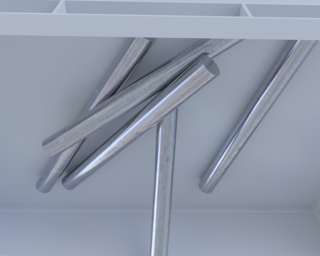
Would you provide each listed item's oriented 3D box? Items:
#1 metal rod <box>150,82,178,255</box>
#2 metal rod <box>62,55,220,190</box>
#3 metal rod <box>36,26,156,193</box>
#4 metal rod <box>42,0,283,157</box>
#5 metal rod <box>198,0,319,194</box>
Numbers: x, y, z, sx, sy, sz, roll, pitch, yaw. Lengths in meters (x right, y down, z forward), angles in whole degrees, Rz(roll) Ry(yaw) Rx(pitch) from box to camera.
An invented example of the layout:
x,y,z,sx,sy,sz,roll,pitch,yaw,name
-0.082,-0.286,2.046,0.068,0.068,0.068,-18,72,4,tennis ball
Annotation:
x,y,z,sx,sy,sz,roll,pitch,yaw,name
0.003,0.086,0.403,0.025,0.025,0.298,3,105,-3,metal rod
-0.046,0.012,0.390,0.025,0.025,0.299,32,131,-25,metal rod
-0.098,-0.004,0.404,0.025,0.025,0.298,27,125,-21,metal rod
-0.010,-0.049,0.344,0.300,0.025,0.025,-30,124,14,metal rod
0.119,-0.014,0.398,0.025,0.025,0.298,14,129,-12,metal rod
